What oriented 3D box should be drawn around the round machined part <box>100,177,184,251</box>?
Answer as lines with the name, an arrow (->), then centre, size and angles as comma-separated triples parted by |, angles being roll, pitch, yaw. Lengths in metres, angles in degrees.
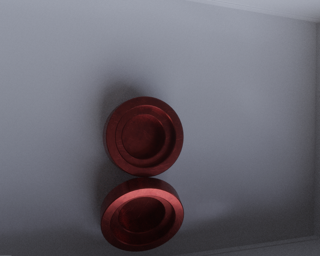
round machined part -> -0.024, 0.100, 0.380 | 0.099, 0.042, 0.097 | -6, 117, -11

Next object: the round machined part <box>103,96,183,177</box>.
round machined part -> -0.024, 0.011, 0.391 | 0.099, 0.042, 0.097 | 1, 88, -21
